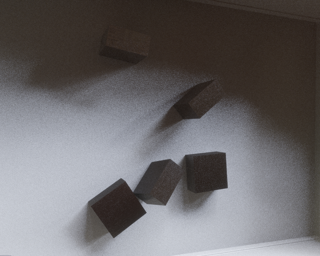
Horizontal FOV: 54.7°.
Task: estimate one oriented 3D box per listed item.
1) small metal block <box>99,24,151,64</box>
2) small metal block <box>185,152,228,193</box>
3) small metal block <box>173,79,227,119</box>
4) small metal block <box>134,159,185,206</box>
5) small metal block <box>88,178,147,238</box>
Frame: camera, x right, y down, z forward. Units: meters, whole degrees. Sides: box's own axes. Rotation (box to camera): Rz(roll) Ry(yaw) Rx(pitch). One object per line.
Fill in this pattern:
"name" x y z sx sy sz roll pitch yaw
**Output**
"small metal block" -0.044 -0.101 0.381 0.050 0.050 0.025 10 87 -20
"small metal block" 0.065 0.061 0.435 0.050 0.025 0.050 -4 92 -20
"small metal block" 0.052 -0.037 0.416 0.050 0.050 0.025 -41 103 -15
"small metal block" -0.002 0.069 0.391 0.025 0.050 0.050 40 64 -16
"small metal block" -0.054 0.100 0.391 0.050 0.025 0.050 -35 101 -16
